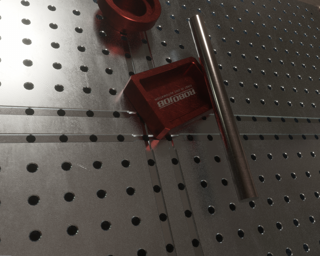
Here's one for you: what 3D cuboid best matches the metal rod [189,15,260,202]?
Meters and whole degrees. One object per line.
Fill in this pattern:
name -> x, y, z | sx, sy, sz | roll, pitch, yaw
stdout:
metal rod -> 0.084, -0.044, 0.443 | 0.025, 0.025, 0.299 | 4, 60, -27

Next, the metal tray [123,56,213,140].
metal tray -> 0.025, -0.048, 0.449 | 0.131, 0.030, 0.090 | -26, 76, -37

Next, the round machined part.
round machined part -> -0.051, -0.188, 0.486 | 0.099, 0.042, 0.098 | 14, 56, -21
